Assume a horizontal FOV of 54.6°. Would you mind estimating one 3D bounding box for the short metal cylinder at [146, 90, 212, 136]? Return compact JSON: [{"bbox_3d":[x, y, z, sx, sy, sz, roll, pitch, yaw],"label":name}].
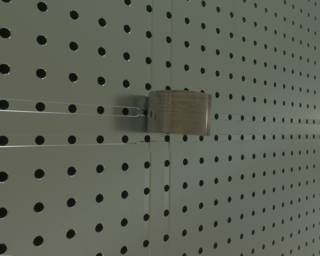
[{"bbox_3d":[0.024,-0.017,0.392,0.081,0.080,0.050,5,87,-40],"label":"short metal cylinder"}]
